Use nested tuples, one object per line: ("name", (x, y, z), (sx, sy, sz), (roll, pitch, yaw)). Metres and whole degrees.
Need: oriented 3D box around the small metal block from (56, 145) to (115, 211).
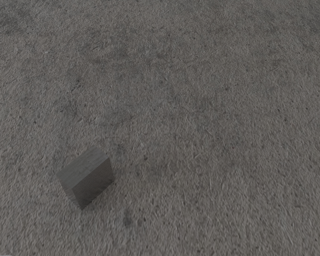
("small metal block", (-0.080, 0.055, 0.341), (0.025, 0.050, 0.050), (34, 58, 25))
